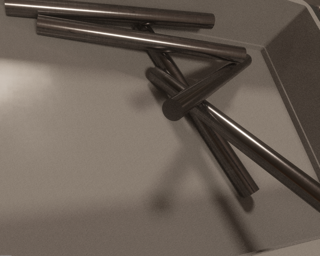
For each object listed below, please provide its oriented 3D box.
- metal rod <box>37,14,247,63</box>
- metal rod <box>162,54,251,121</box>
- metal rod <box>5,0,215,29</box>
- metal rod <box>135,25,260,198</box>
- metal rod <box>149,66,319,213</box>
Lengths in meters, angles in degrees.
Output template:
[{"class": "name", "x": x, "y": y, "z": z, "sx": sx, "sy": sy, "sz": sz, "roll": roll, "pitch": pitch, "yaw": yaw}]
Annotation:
[{"class": "metal rod", "x": -0.014, "y": -0.125, "z": 0.447, "sx": 0.302, "sy": 0.025, "sz": 0.025, "roll": 4, "pitch": 60, "yaw": -17}, {"class": "metal rod", "x": 0.085, "y": -0.072, "z": 0.448, "sx": 0.025, "sy": 0.025, "sz": 0.302, "roll": 47, "pitch": 36, "yaw": 4}, {"class": "metal rod", "x": -0.057, "y": -0.166, "z": 0.451, "sx": 0.303, "sy": 0.025, "sz": 0.025, "roll": -3, "pitch": 63, "yaw": -21}, {"class": "metal rod", "x": 0.048, "y": -0.035, "z": 0.454, "sx": 0.025, "sy": 0.025, "sz": 0.299, "roll": -22, "pitch": 74, "yaw": -36}, {"class": "metal rod", "x": 0.093, "y": 0.007, "z": 0.384, "sx": 0.025, "sy": 0.025, "sz": 0.300, "roll": -25, "pitch": 54, "yaw": -37}]
